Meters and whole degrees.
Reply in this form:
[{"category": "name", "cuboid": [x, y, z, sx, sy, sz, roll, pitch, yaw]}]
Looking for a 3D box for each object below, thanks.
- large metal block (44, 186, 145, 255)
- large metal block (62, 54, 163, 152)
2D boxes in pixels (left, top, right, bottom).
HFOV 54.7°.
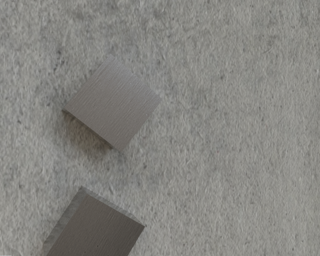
[{"category": "large metal block", "cuboid": [-0.079, 0.127, 0.368, 0.080, 0.050, 0.080, 35, 78, -17]}, {"category": "large metal block", "cuboid": [-0.059, -0.028, 0.375, 0.080, 0.050, 0.080, 40, 77, -16]}]
